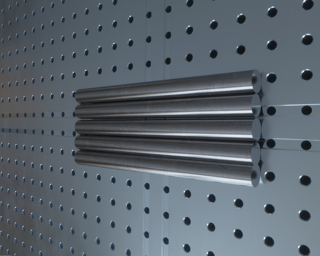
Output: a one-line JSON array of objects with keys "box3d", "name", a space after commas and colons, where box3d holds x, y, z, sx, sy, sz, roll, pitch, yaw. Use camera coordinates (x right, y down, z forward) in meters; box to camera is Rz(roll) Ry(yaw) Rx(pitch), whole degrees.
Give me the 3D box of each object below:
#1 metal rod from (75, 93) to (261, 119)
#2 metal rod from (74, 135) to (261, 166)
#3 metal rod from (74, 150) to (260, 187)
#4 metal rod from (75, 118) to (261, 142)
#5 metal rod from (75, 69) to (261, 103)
[{"box3d": [-0.015, -0.025, 0.420, 0.300, 0.025, 0.025, 1, 91, 39], "name": "metal rod"}, {"box3d": [-0.015, 0.025, 0.420, 0.300, 0.025, 0.025, 1, 91, 39], "name": "metal rod"}, {"box3d": [-0.016, 0.049, 0.420, 0.300, 0.025, 0.025, 0, 90, 39], "name": "metal rod"}, {"box3d": [-0.015, 0.000, 0.419, 0.300, 0.025, 0.025, 1, 91, 39], "name": "metal rod"}, {"box3d": [-0.015, -0.051, 0.419, 0.300, 0.025, 0.025, 1, 91, 39], "name": "metal rod"}]
